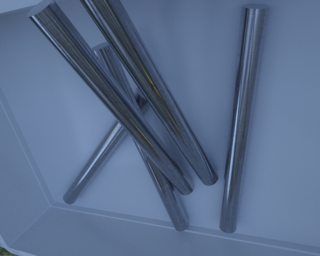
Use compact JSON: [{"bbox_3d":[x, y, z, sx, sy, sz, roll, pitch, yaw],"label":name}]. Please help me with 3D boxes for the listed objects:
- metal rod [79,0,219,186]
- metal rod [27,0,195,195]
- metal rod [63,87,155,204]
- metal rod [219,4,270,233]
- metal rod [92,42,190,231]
[{"bbox_3d":[0.007,-0.020,0.311,0.025,0.025,0.300,-1,144,29],"label":"metal rod"},{"bbox_3d":[-0.029,-0.006,0.345,0.025,0.025,0.300,-5,140,31],"label":"metal rod"},{"bbox_3d":[-0.093,0.043,0.484,0.025,0.025,0.298,41,129,0],"label":"metal rod"},{"bbox_3d":[0.094,0.014,0.367,0.025,0.025,0.298,12,124,21],"label":"metal rod"},{"bbox_3d":[-0.015,0.031,0.412,0.025,0.025,0.299,-4,124,30],"label":"metal rod"}]
